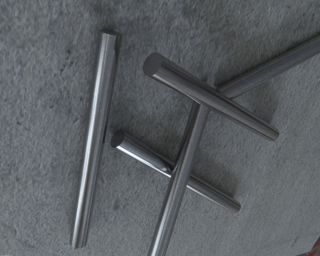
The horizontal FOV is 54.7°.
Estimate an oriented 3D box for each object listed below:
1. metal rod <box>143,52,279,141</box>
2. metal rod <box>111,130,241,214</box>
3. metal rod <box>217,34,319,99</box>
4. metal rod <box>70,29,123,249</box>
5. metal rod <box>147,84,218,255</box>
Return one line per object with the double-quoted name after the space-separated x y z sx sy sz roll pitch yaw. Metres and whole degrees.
0.090 -0.026 0.410 0.302 0.025 0.025 20 108 -46 "metal rod"
0.043 0.080 0.481 0.025 0.025 0.301 -50 129 7 "metal rod"
0.213 -0.112 0.456 0.302 0.025 0.025 -28 128 -11 "metal rod"
-0.084 0.032 0.381 0.025 0.025 0.298 -1 119 -29 "metal rod"
0.024 0.083 0.435 0.025 0.025 0.298 9 102 -33 "metal rod"
